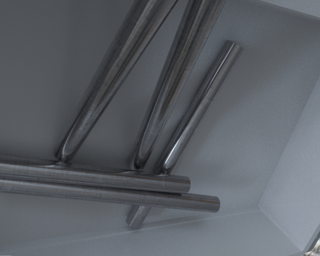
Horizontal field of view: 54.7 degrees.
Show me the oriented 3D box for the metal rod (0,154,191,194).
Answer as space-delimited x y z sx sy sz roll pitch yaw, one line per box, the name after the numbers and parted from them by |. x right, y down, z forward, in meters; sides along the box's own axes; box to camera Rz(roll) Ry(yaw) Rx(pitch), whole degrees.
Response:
-0.095 0.055 0.372 0.302 0.025 0.025 11 113 -27 | metal rod

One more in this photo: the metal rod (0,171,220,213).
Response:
-0.048 0.089 0.412 0.302 0.025 0.025 12 112 -26 | metal rod

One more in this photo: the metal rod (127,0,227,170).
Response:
0.007 -0.034 0.304 0.025 0.025 0.298 -9 150 -24 | metal rod

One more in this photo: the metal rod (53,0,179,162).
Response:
-0.040 -0.048 0.263 0.025 0.025 0.298 7 145 -32 | metal rod

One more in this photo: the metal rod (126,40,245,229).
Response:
0.028 0.020 0.435 0.025 0.025 0.298 17 109 -35 | metal rod
